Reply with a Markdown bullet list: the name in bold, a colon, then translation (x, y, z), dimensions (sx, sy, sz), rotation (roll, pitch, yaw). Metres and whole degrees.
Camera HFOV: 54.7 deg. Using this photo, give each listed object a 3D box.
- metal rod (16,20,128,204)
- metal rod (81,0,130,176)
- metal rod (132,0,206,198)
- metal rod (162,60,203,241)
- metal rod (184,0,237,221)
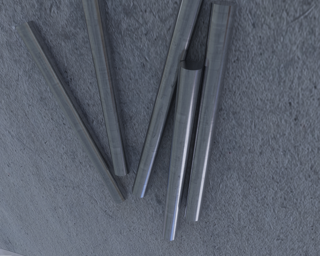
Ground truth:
- **metal rod**: translation (-0.123, -0.011, 0.465), dimensions (0.025, 0.025, 0.299), rotation (-12, 113, 33)
- **metal rod**: translation (-0.070, -0.062, 0.404), dimensions (0.025, 0.025, 0.298), rotation (9, 123, 23)
- **metal rod**: translation (0.001, -0.016, 0.395), dimensions (0.025, 0.025, 0.298), rotation (25, 128, 12)
- **metal rod**: translation (0.024, 0.053, 0.417), dimensions (0.025, 0.025, 0.298), rotation (18, 128, 18)
- **metal rod**: translation (0.055, 0.004, 0.380), dimensions (0.025, 0.025, 0.298), rotation (16, 125, 19)
